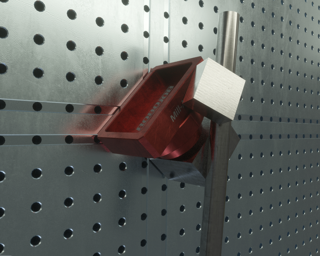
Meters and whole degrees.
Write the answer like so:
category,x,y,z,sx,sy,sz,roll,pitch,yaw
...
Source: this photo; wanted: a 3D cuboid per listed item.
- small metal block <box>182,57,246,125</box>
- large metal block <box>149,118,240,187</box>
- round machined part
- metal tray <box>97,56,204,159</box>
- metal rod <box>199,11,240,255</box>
category,x,y,z,sx,sy,sz,roll,pitch,yaw
small metal block,0.058,-0.039,0.332,0.050,0.025,0.050,27,70,-17
large metal block,0.045,0.027,0.410,0.050,0.080,0.080,51,60,-29
round machined part,0.012,-0.001,0.379,0.042,0.098,0.098,50,60,-29
metal tray,-0.005,-0.026,0.364,0.030,0.090,0.130,51,60,-28
metal rod,0.070,0.011,0.366,0.025,0.025,0.298,9,84,-40
